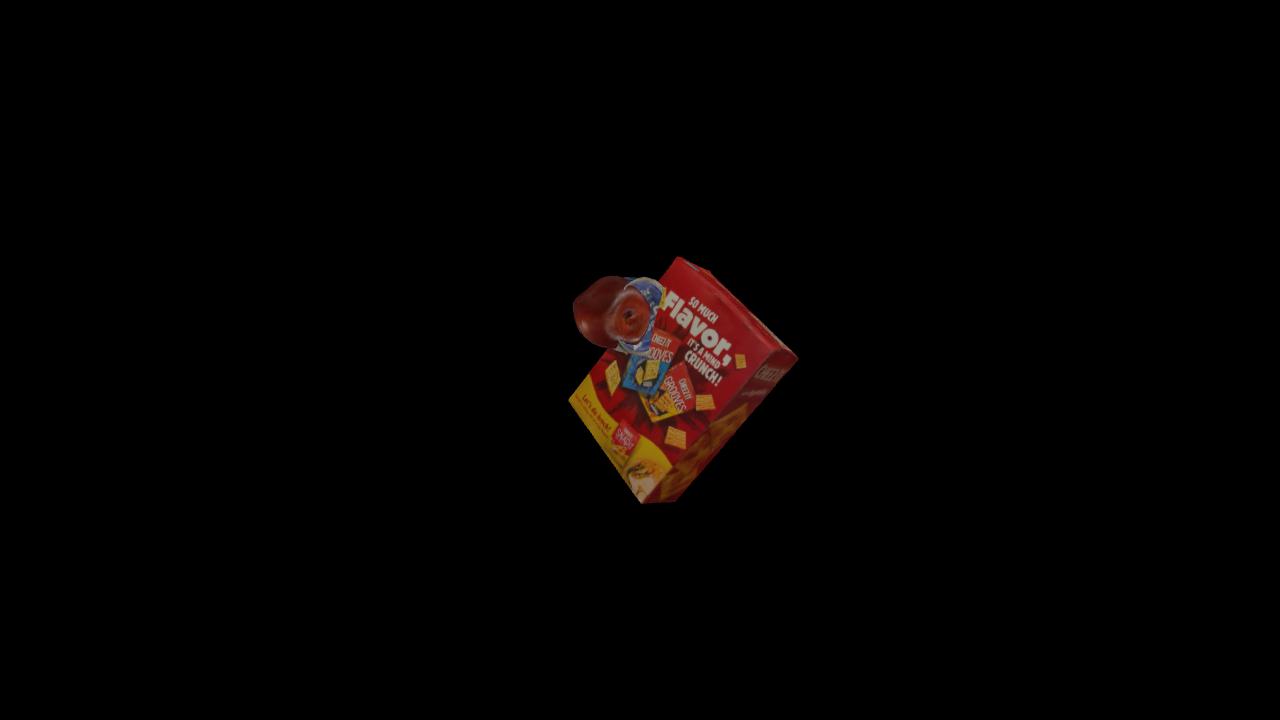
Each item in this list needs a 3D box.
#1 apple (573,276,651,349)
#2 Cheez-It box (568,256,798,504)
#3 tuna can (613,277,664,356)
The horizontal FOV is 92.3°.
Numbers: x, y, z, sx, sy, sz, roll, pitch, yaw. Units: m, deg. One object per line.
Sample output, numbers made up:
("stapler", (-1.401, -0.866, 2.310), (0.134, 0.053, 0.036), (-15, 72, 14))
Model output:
("apple", (-0.032, -0.051, 0.664), (0.079, 0.079, 0.093), (0, 7, -35))
("Cheez-It box", (0.038, 0.023, 0.680), (0.071, 0.223, 0.166), (12, 31, -51))
("tuna can", (-0.006, -0.048, 0.665), (0.084, 0.084, 0.034), (0, 8, -43))
